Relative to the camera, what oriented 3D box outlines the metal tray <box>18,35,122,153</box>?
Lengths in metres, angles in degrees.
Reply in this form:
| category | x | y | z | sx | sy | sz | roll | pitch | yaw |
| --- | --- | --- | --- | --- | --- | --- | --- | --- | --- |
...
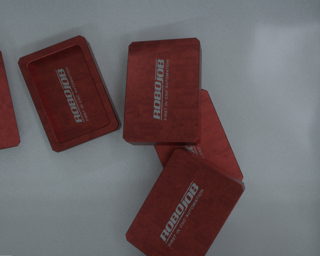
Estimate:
| category | x | y | z | sx | sy | sz | roll | pitch | yaw |
| --- | --- | --- | --- | --- | --- | --- | --- | --- | --- |
| metal tray | -0.116 | -0.043 | 0.407 | 0.090 | 0.030 | 0.129 | -21 | 90 | -1 |

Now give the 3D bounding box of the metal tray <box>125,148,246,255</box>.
| category | x | y | z | sx | sy | sz | roll | pitch | yaw |
| --- | --- | --- | --- | --- | --- | --- | --- | --- | --- |
| metal tray | 0.029 | 0.099 | 0.367 | 0.090 | 0.030 | 0.129 | 31 | 95 | 18 |

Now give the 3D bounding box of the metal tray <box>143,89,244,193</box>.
| category | x | y | z | sx | sy | sz | roll | pitch | yaw |
| --- | --- | --- | --- | --- | --- | --- | --- | --- | --- |
| metal tray | 0.042 | 0.025 | 0.410 | 0.090 | 0.030 | 0.129 | -23 | 90 | -1 |

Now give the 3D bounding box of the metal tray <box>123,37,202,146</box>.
| category | x | y | z | sx | sy | sz | roll | pitch | yaw |
| --- | --- | --- | --- | --- | --- | --- | --- | --- | --- |
| metal tray | 0.005 | -0.044 | 0.386 | 0.090 | 0.030 | 0.129 | 0 | 78 | 12 |

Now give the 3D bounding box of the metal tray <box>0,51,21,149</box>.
| category | x | y | z | sx | sy | sz | roll | pitch | yaw |
| --- | --- | --- | --- | --- | --- | --- | --- | --- | --- |
| metal tray | -0.234 | -0.032 | 0.378 | 0.091 | 0.030 | 0.129 | -12 | 90 | -45 |
